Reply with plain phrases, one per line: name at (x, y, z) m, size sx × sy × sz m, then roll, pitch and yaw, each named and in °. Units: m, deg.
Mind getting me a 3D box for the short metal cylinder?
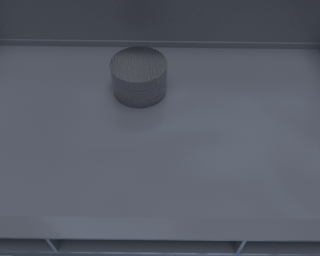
short metal cylinder at (-0.030, -0.074, 0.451) m, size 0.081 × 0.050 × 0.080 m, roll 0°, pitch 50°, yaw 0°
